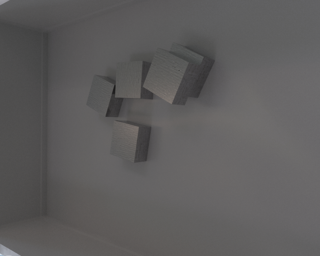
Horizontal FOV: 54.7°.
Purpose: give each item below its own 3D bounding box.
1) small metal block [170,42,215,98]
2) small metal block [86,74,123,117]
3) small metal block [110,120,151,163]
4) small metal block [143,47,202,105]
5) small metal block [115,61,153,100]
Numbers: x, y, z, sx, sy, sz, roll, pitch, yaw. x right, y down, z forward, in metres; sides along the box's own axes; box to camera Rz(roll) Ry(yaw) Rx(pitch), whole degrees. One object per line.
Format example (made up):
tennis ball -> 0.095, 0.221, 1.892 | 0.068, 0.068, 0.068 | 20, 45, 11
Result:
small metal block -> 0.032, -0.071, 0.381 | 0.050, 0.025, 0.050 | 36, 112, 34
small metal block -> -0.083, -0.049, 0.475 | 0.050, 0.025, 0.050 | 30, 108, 36
small metal block -> -0.043, 0.018, 0.442 | 0.050, 0.025, 0.050 | 14, 99, 39
small metal block -> 0.013, -0.060, 0.364 | 0.050, 0.025, 0.050 | 35, 111, 34
small metal block -> -0.036, -0.066, 0.437 | 0.050, 0.025, 0.050 | 6, 94, 40
